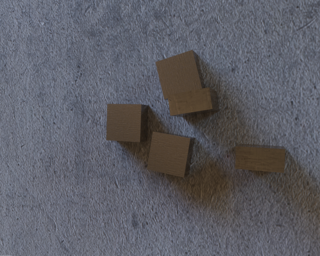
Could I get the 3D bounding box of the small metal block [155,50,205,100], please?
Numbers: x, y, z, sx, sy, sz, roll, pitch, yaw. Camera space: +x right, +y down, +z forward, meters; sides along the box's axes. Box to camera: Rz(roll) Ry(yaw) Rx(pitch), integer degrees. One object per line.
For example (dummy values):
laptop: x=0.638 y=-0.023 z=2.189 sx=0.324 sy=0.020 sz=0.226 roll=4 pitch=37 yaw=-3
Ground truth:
small metal block: x=0.027 y=-0.067 z=0.399 sx=0.050 sy=0.025 sz=0.050 roll=-15 pitch=85 yaw=19

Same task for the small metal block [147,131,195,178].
small metal block: x=0.015 y=0.033 z=0.404 sx=0.050 sy=0.025 sz=0.050 roll=10 pitch=93 yaw=19

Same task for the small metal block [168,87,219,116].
small metal block: x=0.043 y=-0.030 z=0.381 sx=0.050 sy=0.050 sz=0.025 roll=-9 pitch=87 yaw=20

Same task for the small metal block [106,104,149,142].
small metal block: x=-0.044 y=-0.007 z=0.425 sx=0.050 sy=0.025 sz=0.050 roll=2 pitch=91 yaw=20

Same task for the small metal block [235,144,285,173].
small metal block: x=0.115 y=0.033 z=0.355 sx=0.050 sy=0.050 sz=0.025 roll=3 pitch=91 yaw=20
